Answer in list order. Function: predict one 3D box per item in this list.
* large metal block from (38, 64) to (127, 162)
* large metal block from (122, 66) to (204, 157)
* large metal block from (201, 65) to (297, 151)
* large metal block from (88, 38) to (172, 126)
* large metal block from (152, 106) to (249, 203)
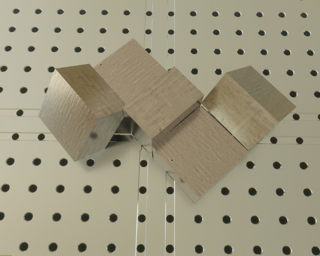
[{"bbox_3d":[-0.096,-0.020,0.382,0.080,0.080,0.050,47,38,15],"label":"large metal block"},{"bbox_3d":[0.003,-0.018,0.389,0.080,0.080,0.050,-40,76,-13],"label":"large metal block"},{"bbox_3d":[0.112,-0.029,0.387,0.080,0.050,0.081,47,37,14],"label":"large metal block"},{"bbox_3d":[-0.039,-0.059,0.420,0.080,0.050,0.080,-40,76,-12],"label":"large metal block"},{"bbox_3d":[0.048,0.034,0.386,0.080,0.050,0.080,-39,73,-13],"label":"large metal block"}]
